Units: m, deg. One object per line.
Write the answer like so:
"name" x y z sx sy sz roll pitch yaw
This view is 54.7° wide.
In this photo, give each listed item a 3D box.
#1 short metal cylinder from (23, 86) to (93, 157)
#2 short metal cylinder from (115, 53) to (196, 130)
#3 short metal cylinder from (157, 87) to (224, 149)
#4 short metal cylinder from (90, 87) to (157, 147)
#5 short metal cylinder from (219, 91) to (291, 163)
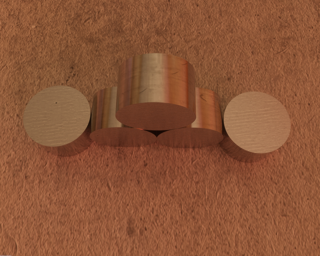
"short metal cylinder" -0.125 -0.007 0.398 0.081 0.050 0.080 0 70 -1
"short metal cylinder" -0.004 -0.034 0.319 0.080 0.080 0.050 1 71 0
"short metal cylinder" 0.036 -0.010 0.384 0.081 0.080 0.050 0 69 0
"short metal cylinder" -0.044 -0.011 0.384 0.081 0.080 0.050 0 70 0
"short metal cylinder" 0.117 0.000 0.396 0.081 0.050 0.080 0 70 -1
